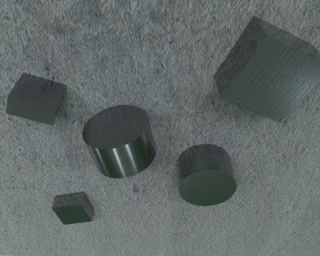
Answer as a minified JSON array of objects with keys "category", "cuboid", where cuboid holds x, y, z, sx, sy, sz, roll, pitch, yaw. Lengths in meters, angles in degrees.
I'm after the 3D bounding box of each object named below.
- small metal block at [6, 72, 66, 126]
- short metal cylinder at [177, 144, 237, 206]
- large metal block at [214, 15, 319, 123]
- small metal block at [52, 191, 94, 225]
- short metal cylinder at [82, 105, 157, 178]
[{"category":"small metal block","cuboid":[-0.142,-0.034,0.360,0.050,0.050,0.025,16,128,-14]},{"category":"short metal cylinder","cuboid":[0.066,0.069,0.451,0.081,0.050,0.079,0,130,0]},{"category":"large metal block","cuboid":[0.118,-0.062,0.340,0.081,0.050,0.079,19,127,-16]},{"category":"small metal block","cuboid":[-0.145,0.135,0.521,0.050,0.025,0.050,-9,130,7]},{"category":"short metal cylinder","cuboid":[-0.049,0.015,0.384,0.080,0.080,0.050,-8,130,6]}]
